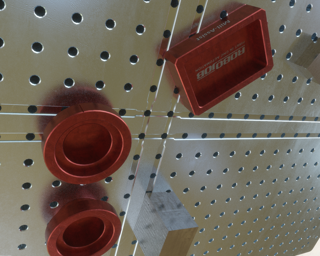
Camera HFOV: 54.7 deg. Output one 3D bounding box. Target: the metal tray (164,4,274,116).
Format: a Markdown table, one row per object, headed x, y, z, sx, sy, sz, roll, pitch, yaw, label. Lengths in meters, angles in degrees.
| x | y | z | sx | sy | sz | roll | pitch | yaw | label |
| --- | --- | --- | --- | --- | --- | --- | --- | --- | --- |
| 0.080 | -0.086 | 0.398 | 0.131 | 0.030 | 0.090 | -32 | 129 | -8 | metal tray |

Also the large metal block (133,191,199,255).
| x | y | z | sx | sy | sz | roll | pitch | yaw | label |
| --- | --- | --- | --- | --- | --- | --- | --- | --- | --- |
| 0.006 | 0.155 | 0.475 | 0.050 | 0.080 | 0.079 | 3 | 117 | -30 | large metal block |

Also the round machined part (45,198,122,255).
| x | y | z | sx | sy | sz | roll | pitch | yaw | label |
| --- | --- | --- | --- | --- | --- | --- | --- | --- | --- |
| -0.106 | 0.136 | 0.426 | 0.099 | 0.042 | 0.097 | -14 | 124 | -21 | round machined part |

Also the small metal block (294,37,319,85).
| x | y | z | sx | sy | sz | roll | pitch | yaw | label |
| --- | --- | --- | --- | --- | --- | --- | --- | --- | --- |
| 0.245 | -0.104 | 0.480 | 0.050 | 0.025 | 0.050 | 29 | 102 | -38 | small metal block |

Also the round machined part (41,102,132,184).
| x | y | z | sx | sy | sz | roll | pitch | yaw | label |
| --- | --- | --- | --- | --- | --- | --- | --- | --- | --- |
| -0.086 | 0.014 | 0.362 | 0.099 | 0.042 | 0.097 | -14 | 124 | -21 | round machined part |
